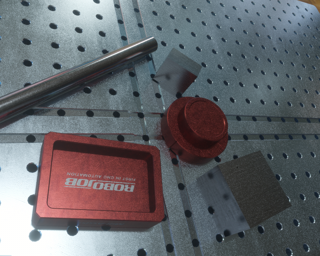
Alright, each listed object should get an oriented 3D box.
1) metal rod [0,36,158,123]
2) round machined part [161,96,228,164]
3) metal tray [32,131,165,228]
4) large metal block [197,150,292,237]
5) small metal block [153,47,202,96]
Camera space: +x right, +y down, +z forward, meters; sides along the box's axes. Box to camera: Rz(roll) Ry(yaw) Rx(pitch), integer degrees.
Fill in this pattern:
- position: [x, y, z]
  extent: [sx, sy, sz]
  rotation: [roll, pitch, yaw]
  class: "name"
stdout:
- position: [-0.109, -0.062, 0.388]
  extent: [0.025, 0.025, 0.302]
  rotation: [50, 51, 6]
  class: "metal rod"
- position: [0.055, -0.004, 0.431]
  extent: [0.099, 0.042, 0.098]
  rotation: [14, 56, -21]
  class: "round machined part"
- position: [-0.063, 0.058, 0.336]
  extent: [0.131, 0.030, 0.090]
  rotation: [10, 58, -24]
  class: "metal tray"
- position: [0.108, 0.083, 0.402]
  extent: [0.081, 0.050, 0.080]
  rotation: [-12, 68, -34]
  class: "large metal block"
- position: [0.025, -0.082, 0.458]
  extent: [0.050, 0.050, 0.025]
  rotation: [32, 52, -8]
  class: "small metal block"
